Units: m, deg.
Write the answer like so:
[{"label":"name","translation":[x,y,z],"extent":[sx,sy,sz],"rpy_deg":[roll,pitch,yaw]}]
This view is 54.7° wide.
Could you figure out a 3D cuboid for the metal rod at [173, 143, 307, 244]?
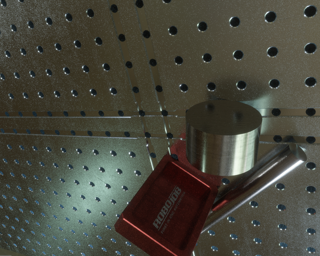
[{"label":"metal rod","translation":[0.083,0.118,0.439],"extent":[0.025,0.025,0.298],"rpy_deg":[39,129,1]}]

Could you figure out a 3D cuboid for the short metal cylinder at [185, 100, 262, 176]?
[{"label":"short metal cylinder","translation":[0.069,0.008,0.344],"extent":[0.080,0.080,0.050],"rpy_deg":[11,123,22]}]

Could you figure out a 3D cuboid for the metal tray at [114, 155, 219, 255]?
[{"label":"metal tray","translation":[0.014,0.101,0.397],"extent":[0.090,0.131,0.030],"rpy_deg":[34,129,6]}]
